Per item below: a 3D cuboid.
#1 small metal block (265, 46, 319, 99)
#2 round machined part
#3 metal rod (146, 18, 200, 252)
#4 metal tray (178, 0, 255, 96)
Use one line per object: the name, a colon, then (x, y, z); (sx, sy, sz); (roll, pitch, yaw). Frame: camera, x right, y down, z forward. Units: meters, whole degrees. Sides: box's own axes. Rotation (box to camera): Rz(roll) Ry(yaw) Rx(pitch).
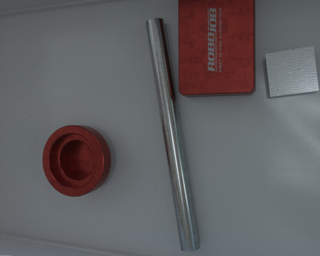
small metal block: (0.151, -0.063, 0.357); (0.050, 0.025, 0.050); (-6, 88, 19)
round machined part: (-0.113, 0.045, 0.440); (0.098, 0.042, 0.097); (0, 90, 19)
metal rod: (0.016, 0.006, 0.404); (0.025, 0.025, 0.298); (-10, 87, 19)
metal tray: (0.070, -0.105, 0.383); (0.090, 0.030, 0.129); (0, 90, 19)
